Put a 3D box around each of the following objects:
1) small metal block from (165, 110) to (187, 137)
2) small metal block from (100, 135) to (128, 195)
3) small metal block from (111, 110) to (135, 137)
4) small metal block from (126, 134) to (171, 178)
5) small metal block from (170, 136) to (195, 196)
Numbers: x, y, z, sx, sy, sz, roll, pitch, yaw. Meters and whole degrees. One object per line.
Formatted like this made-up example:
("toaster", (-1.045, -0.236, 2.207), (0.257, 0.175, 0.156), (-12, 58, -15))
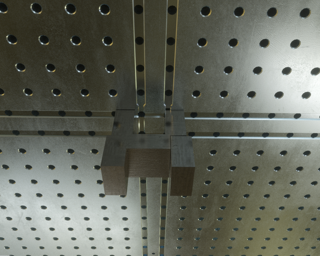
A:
("small metal block", (0.019, 0.012, 0.405), (0.025, 0.050, 0.050), (-1, 130, 0))
("small metal block", (-0.051, 0.044, 0.365), (0.025, 0.050, 0.050), (1, 130, -1))
("small metal block", (-0.046, 0.012, 0.403), (0.025, 0.050, 0.050), (0, 130, -1))
("small metal block", (-0.014, 0.034, 0.376), (0.050, 0.025, 0.050), (0, 130, -1))
("small metal block", (0.025, 0.045, 0.366), (0.025, 0.050, 0.050), (1, 130, -1))
